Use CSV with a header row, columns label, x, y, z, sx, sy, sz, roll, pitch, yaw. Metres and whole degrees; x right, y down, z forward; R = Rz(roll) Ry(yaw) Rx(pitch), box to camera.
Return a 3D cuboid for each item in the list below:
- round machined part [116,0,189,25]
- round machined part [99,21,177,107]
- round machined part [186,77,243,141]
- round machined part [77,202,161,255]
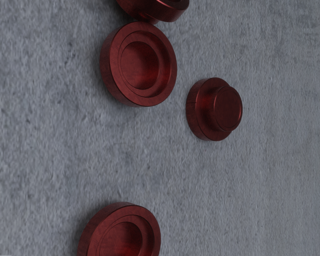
label,x,y,z,sx,sy,sz,roll,pitch,yaw
round machined part,-0.016,-0.161,0.363,0.099,0.042,0.098,25,46,-28
round machined part,-0.029,-0.073,0.371,0.099,0.042,0.097,0,90,-40
round machined part,0.089,-0.028,0.470,0.099,0.042,0.097,0,90,-40
round machined part,-0.050,0.133,0.354,0.099,0.042,0.097,0,90,-40
